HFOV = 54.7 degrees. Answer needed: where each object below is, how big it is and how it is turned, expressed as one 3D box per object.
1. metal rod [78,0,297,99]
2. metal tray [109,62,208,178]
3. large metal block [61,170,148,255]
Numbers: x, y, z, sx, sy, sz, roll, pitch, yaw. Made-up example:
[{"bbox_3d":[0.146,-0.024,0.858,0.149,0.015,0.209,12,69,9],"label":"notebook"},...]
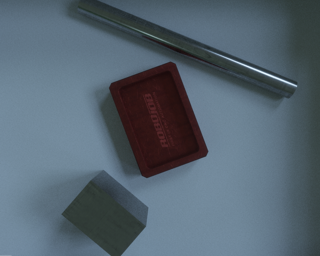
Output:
[{"bbox_3d":[0.037,-0.107,0.411,0.301,0.025,0.025,22,90,-1],"label":"metal rod"},{"bbox_3d":[-0.002,-0.011,0.408,0.090,0.030,0.129,-20,90,-1],"label":"metal tray"},{"bbox_3d":[-0.063,0.102,0.383,0.080,0.080,0.050,40,90,-1],"label":"large metal block"}]
